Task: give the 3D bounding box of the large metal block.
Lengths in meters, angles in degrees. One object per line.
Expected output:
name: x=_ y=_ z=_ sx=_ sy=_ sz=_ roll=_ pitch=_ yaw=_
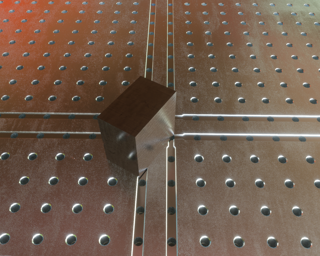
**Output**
large metal block: x=-0.024 y=-0.001 z=0.373 sx=0.050 sy=0.080 sz=0.080 roll=26 pitch=55 yaw=20
